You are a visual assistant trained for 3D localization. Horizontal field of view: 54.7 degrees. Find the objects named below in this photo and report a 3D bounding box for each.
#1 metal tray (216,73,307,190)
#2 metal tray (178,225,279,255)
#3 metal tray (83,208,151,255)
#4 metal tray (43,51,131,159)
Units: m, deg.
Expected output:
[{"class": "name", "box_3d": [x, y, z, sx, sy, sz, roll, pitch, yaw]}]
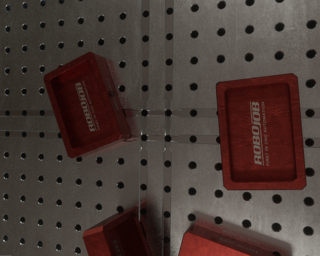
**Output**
[{"class": "metal tray", "box_3d": [0.118, 0.006, 0.367, 0.090, 0.030, 0.129, -5, 89, 19]}, {"class": "metal tray", "box_3d": [0.085, 0.186, 0.380, 0.130, 0.030, 0.089, 15, 95, 19]}, {"class": "metal tray", "box_3d": [-0.042, 0.177, 0.391, 0.030, 0.090, 0.129, -23, 83, 18]}, {"class": "metal tray", "box_3d": [-0.106, -0.031, 0.445, 0.090, 0.030, 0.129, -22, 83, 18]}]
